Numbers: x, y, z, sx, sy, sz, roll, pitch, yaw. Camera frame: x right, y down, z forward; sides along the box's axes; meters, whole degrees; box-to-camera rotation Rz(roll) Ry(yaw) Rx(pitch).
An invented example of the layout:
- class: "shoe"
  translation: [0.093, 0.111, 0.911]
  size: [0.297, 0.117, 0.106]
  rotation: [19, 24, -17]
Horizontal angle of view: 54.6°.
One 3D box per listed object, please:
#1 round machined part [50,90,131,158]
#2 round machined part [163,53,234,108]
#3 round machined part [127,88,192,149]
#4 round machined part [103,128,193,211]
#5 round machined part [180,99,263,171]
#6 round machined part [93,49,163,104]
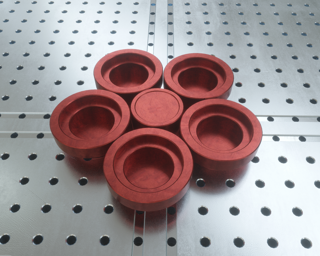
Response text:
- class: "round machined part"
  translation: [-0.085, -0.001, 0.397]
  size: [0.099, 0.042, 0.098]
  rotation: [0, 50, 0]
- class: "round machined part"
  translation: [0.054, -0.062, 0.449]
  size: [0.099, 0.042, 0.098]
  rotation: [0, 50, 0]
- class: "round machined part"
  translation: [-0.004, -0.015, 0.409]
  size: [0.099, 0.042, 0.098]
  rotation: [0, 50, 0]
- class: "round machined part"
  translation: [-0.013, 0.050, 0.354]
  size: [0.099, 0.042, 0.098]
  rotation: [0, 50, 0]
- class: "round machined part"
  translation: [0.073, 0.012, 0.387]
  size: [0.099, 0.042, 0.098]
  rotation: [0, 50, 0]
- class: "round machined part"
  translation: [-0.045, -0.070, 0.455]
  size: [0.099, 0.042, 0.098]
  rotation: [0, 50, 0]
